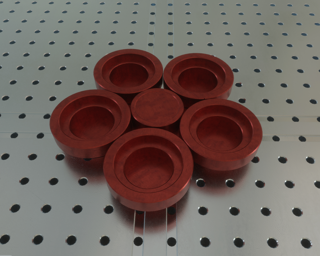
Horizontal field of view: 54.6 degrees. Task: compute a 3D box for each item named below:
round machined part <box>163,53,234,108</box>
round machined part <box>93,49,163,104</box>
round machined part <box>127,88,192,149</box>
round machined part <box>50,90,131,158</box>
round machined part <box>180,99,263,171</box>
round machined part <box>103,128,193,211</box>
[{"bbox_3d":[0.054,-0.062,0.449,0.099,0.042,0.098,0,50,0],"label":"round machined part"},{"bbox_3d":[-0.045,-0.070,0.455,0.099,0.042,0.098,0,50,0],"label":"round machined part"},{"bbox_3d":[-0.004,-0.015,0.409,0.099,0.042,0.098,0,50,0],"label":"round machined part"},{"bbox_3d":[-0.085,-0.001,0.397,0.099,0.042,0.098,0,50,0],"label":"round machined part"},{"bbox_3d":[0.073,0.012,0.387,0.099,0.042,0.098,0,50,0],"label":"round machined part"},{"bbox_3d":[-0.013,0.050,0.354,0.099,0.042,0.098,0,50,0],"label":"round machined part"}]
